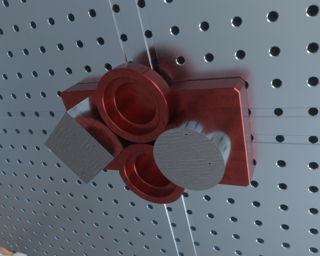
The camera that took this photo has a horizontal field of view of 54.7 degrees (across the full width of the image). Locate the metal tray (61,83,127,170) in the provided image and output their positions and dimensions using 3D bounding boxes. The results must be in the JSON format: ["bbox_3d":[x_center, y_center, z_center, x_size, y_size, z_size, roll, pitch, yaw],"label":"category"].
[{"bbox_3d":[-0.080,0.000,0.450,0.090,0.030,0.129,0,119,27],"label":"metal tray"}]

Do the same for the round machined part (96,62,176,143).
[{"bbox_3d":[-0.026,-0.034,0.381,0.098,0.042,0.097,13,124,21],"label":"round machined part"}]

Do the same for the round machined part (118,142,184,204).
[{"bbox_3d":[-0.005,0.052,0.423,0.098,0.042,0.097,13,124,21],"label":"round machined part"}]

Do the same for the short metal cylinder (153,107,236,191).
[{"bbox_3d":[0.040,0.023,0.348,0.080,0.050,0.079,13,124,21],"label":"short metal cylinder"}]

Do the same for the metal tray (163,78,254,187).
[{"bbox_3d":[0.061,0.007,0.378,0.090,0.030,0.129,1,119,28],"label":"metal tray"}]

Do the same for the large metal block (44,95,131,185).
[{"bbox_3d":[-0.096,0.017,0.417,0.080,0.050,0.080,45,129,-3],"label":"large metal block"}]
